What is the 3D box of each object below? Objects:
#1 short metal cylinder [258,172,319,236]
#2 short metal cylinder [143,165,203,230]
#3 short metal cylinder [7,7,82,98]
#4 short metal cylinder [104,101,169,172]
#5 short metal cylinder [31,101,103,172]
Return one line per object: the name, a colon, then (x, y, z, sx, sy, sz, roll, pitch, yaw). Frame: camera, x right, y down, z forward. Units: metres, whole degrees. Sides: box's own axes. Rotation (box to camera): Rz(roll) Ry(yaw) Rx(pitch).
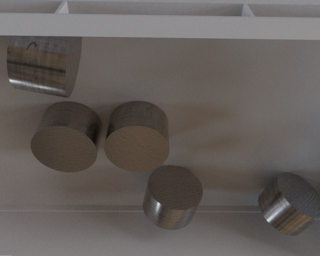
short metal cylinder: (0.199, 0.115, 0.472, 0.081, 0.080, 0.050, 17, 128, -14)
short metal cylinder: (0.018, 0.102, 0.460, 0.081, 0.080, 0.050, 8, 130, -7)
short metal cylinder: (-0.111, -0.074, 0.309, 0.050, 0.080, 0.079, 10, 130, -8)
short metal cylinder: (-0.029, 0.012, 0.402, 0.081, 0.050, 0.079, 0, 130, 0)
short metal cylinder: (-0.118, 0.012, 0.402, 0.081, 0.050, 0.079, 0, 130, 0)
